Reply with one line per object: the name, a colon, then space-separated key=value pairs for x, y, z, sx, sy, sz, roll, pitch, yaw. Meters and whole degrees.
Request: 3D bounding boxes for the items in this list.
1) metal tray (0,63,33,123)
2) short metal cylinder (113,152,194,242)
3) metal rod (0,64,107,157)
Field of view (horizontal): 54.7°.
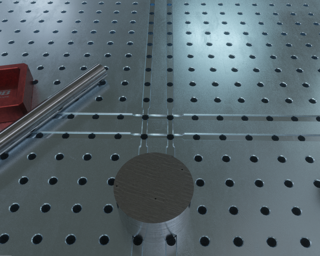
metal tray: x=-0.255 y=-0.046 z=0.441 sx=0.131 sy=0.030 sz=0.090 roll=-8 pitch=51 yaw=-7
short metal cylinder: x=-0.006 y=0.073 z=0.330 sx=0.080 sy=0.050 sz=0.080 roll=0 pitch=50 yaw=0
metal rod: x=-0.183 y=0.002 z=0.404 sx=0.025 sy=0.025 sz=0.301 roll=31 pitch=56 yaw=23
